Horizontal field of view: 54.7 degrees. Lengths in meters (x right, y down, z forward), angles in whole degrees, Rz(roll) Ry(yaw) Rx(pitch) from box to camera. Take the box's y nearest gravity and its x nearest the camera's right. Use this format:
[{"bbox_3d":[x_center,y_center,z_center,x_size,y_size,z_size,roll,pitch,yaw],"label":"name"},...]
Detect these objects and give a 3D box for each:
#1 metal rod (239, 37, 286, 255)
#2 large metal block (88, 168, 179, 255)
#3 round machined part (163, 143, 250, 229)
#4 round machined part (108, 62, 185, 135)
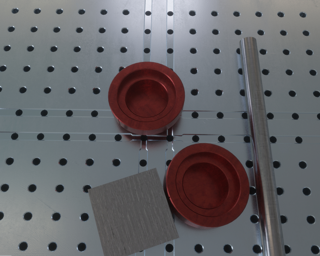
[{"bbox_3d":[0.131,0.013,0.407,0.025,0.025,0.299,0,70,0],"label":"metal rod"},{"bbox_3d":[-0.030,0.101,0.361,0.080,0.050,0.080,-17,71,-6],"label":"large metal block"},{"bbox_3d":[0.052,0.071,0.372,0.099,0.042,0.098,4,65,-8],"label":"round machined part"},{"bbox_3d":[-0.017,-0.036,0.416,0.099,0.042,0.098,0,70,0],"label":"round machined part"}]
